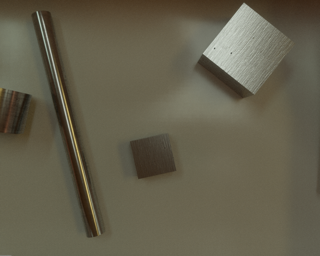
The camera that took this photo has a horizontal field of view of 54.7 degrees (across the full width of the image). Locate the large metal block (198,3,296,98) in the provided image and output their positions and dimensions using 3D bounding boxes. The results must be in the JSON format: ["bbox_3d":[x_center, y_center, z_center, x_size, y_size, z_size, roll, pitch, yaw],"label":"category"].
[{"bbox_3d":[0.108,-0.096,0.400,0.080,0.050,0.080,39,90,-1],"label":"large metal block"}]

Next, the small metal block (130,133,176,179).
[{"bbox_3d":[-0.009,0.036,0.411,0.050,0.025,0.050,-12,90,-1],"label":"small metal block"}]

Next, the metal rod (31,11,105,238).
[{"bbox_3d":[-0.121,-0.005,0.409,0.025,0.025,0.298,-14,90,0],"label":"metal rod"}]

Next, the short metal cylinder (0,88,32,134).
[{"bbox_3d":[-0.205,-0.026,0.381,0.080,0.080,0.050,12,90,-1],"label":"short metal cylinder"}]
